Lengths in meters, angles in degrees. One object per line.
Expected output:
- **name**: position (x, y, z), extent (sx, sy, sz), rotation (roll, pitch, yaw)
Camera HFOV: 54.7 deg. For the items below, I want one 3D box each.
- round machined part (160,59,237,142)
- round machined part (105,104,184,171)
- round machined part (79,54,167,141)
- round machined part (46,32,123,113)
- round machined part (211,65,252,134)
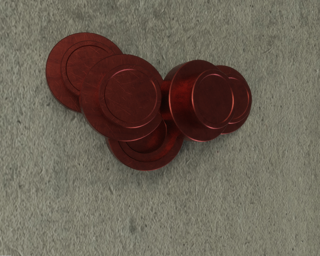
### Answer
- **round machined part**: position (0.052, -0.032, 0.366), extent (0.099, 0.042, 0.097), rotation (1, 88, -33)
- **round machined part**: position (-0.022, 0.003, 0.394), extent (0.099, 0.042, 0.097), rotation (0, 90, -21)
- **round machined part**: position (-0.037, -0.034, 0.343), extent (0.099, 0.042, 0.097), rotation (0, 90, -21)
- **round machined part**: position (-0.084, -0.066, 0.370), extent (0.099, 0.042, 0.097), rotation (0, 90, -21)
- **round machined part**: position (0.088, -0.040, 0.435), extent (0.099, 0.042, 0.097), rotation (0, 90, -21)
